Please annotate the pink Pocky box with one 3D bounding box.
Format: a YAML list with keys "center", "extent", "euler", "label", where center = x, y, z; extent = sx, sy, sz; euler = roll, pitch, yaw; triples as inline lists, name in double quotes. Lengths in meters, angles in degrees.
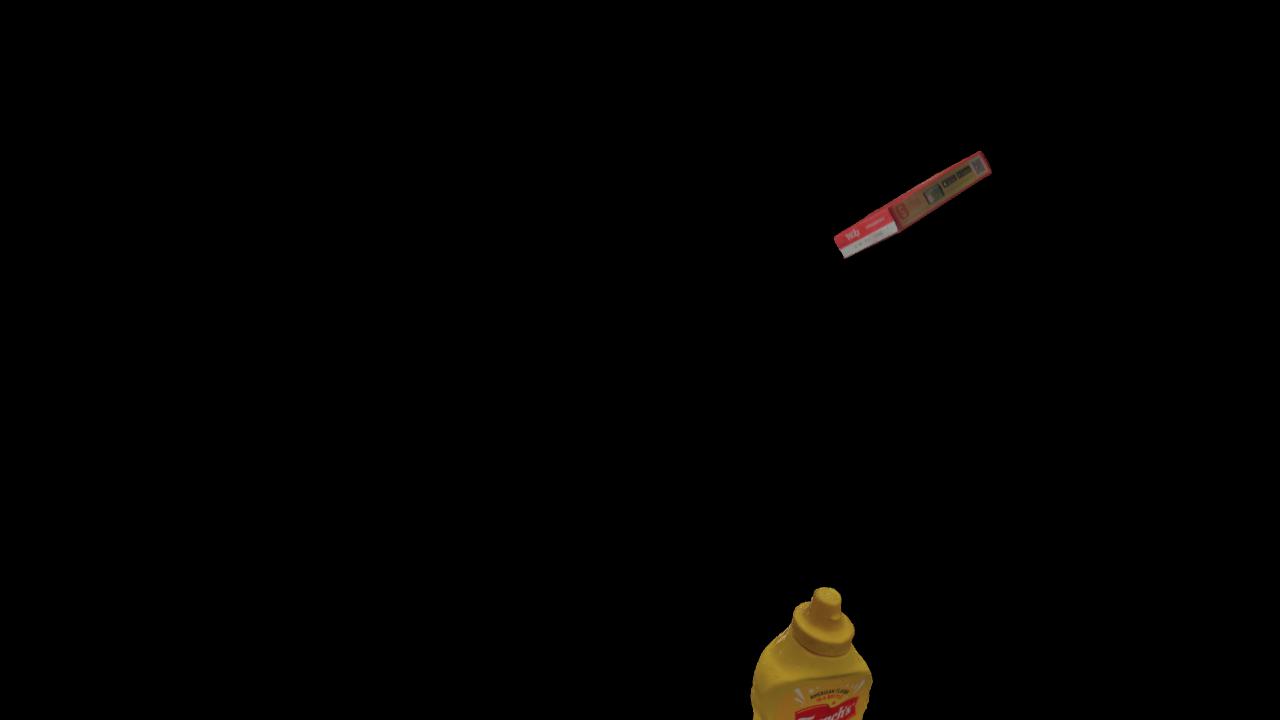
- center: [0.283, -0.161, 0.640]
  extent: [0.155, 0.029, 0.084]
  euler: [-32, 3, -22]
  label: "pink Pocky box"

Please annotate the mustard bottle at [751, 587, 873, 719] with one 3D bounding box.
- center: [0.124, 0.249, 0.454]
  extent: [0.092, 0.184, 0.054]
  euler: [2, 16, -8]
  label: "mustard bottle"
